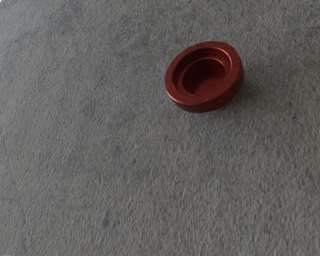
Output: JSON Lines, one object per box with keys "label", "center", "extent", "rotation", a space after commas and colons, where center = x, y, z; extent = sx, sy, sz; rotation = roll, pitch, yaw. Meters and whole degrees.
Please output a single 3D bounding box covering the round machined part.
{"label": "round machined part", "center": [0.059, -0.061, 0.398], "extent": [0.098, 0.042, 0.098], "rotation": [-13, 56, 20]}
